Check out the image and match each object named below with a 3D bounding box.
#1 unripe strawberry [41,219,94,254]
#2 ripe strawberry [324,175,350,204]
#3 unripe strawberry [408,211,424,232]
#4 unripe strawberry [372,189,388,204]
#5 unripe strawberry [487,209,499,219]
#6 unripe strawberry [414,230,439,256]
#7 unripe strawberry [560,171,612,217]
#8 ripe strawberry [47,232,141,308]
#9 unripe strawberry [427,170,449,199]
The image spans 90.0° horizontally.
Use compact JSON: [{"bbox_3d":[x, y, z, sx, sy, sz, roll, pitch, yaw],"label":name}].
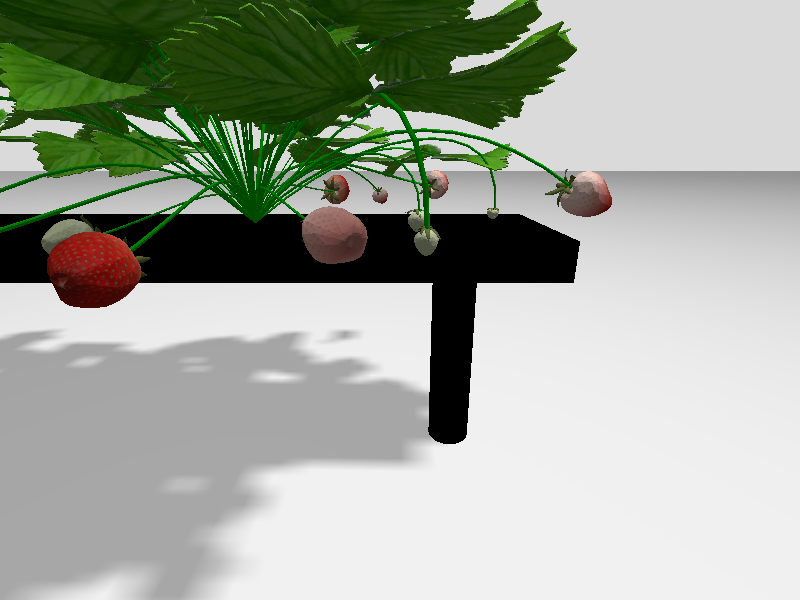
[{"bbox_3d":[-0.175,-0.030,0.211,0.022,0.023,0.023,7,21,18],"label":"unripe strawberry"},{"bbox_3d":[-0.074,-0.133,0.483,0.030,0.034,0.033,6,20,18],"label":"ripe strawberry"},{"bbox_3d":[0.012,-0.057,0.288,0.012,0.015,0.015,8,21,22],"label":"unripe strawberry"},{"bbox_3d":[-0.024,-0.127,0.493,0.019,0.017,0.019,12,-24,31],"label":"unripe strawberry"},{"bbox_3d":[0.084,-0.078,0.363,0.010,0.010,0.009,-2,19,-5],"label":"unripe strawberry"},{"bbox_3d":[0.011,-0.024,0.166,0.011,0.011,0.010,-14,24,-34],"label":"unripe strawberry"},{"bbox_3d":[0.171,-0.095,0.364,0.046,0.039,0.045,19,16,-11],"label":"unripe strawberry"},{"bbox_3d":[-0.112,-0.010,0.145,0.027,0.028,0.029,-1,20,-3],"label":"ripe strawberry"},{"bbox_3d":[0.052,-0.157,0.546,0.033,0.038,0.036,15,24,36],"label":"unripe strawberry"}]
